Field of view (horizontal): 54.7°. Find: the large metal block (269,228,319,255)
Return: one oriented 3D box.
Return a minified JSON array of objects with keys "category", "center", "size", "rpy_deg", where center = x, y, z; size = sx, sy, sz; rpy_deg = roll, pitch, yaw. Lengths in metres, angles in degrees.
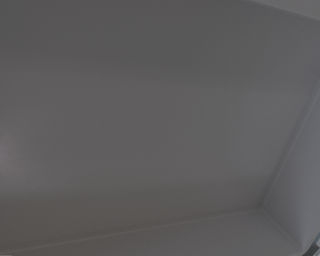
[{"category":"large metal block","center":[0.330,0.299,0.760],"size":[0.080,0.050,0.080],"rpy_deg":[27,104,-37]}]
